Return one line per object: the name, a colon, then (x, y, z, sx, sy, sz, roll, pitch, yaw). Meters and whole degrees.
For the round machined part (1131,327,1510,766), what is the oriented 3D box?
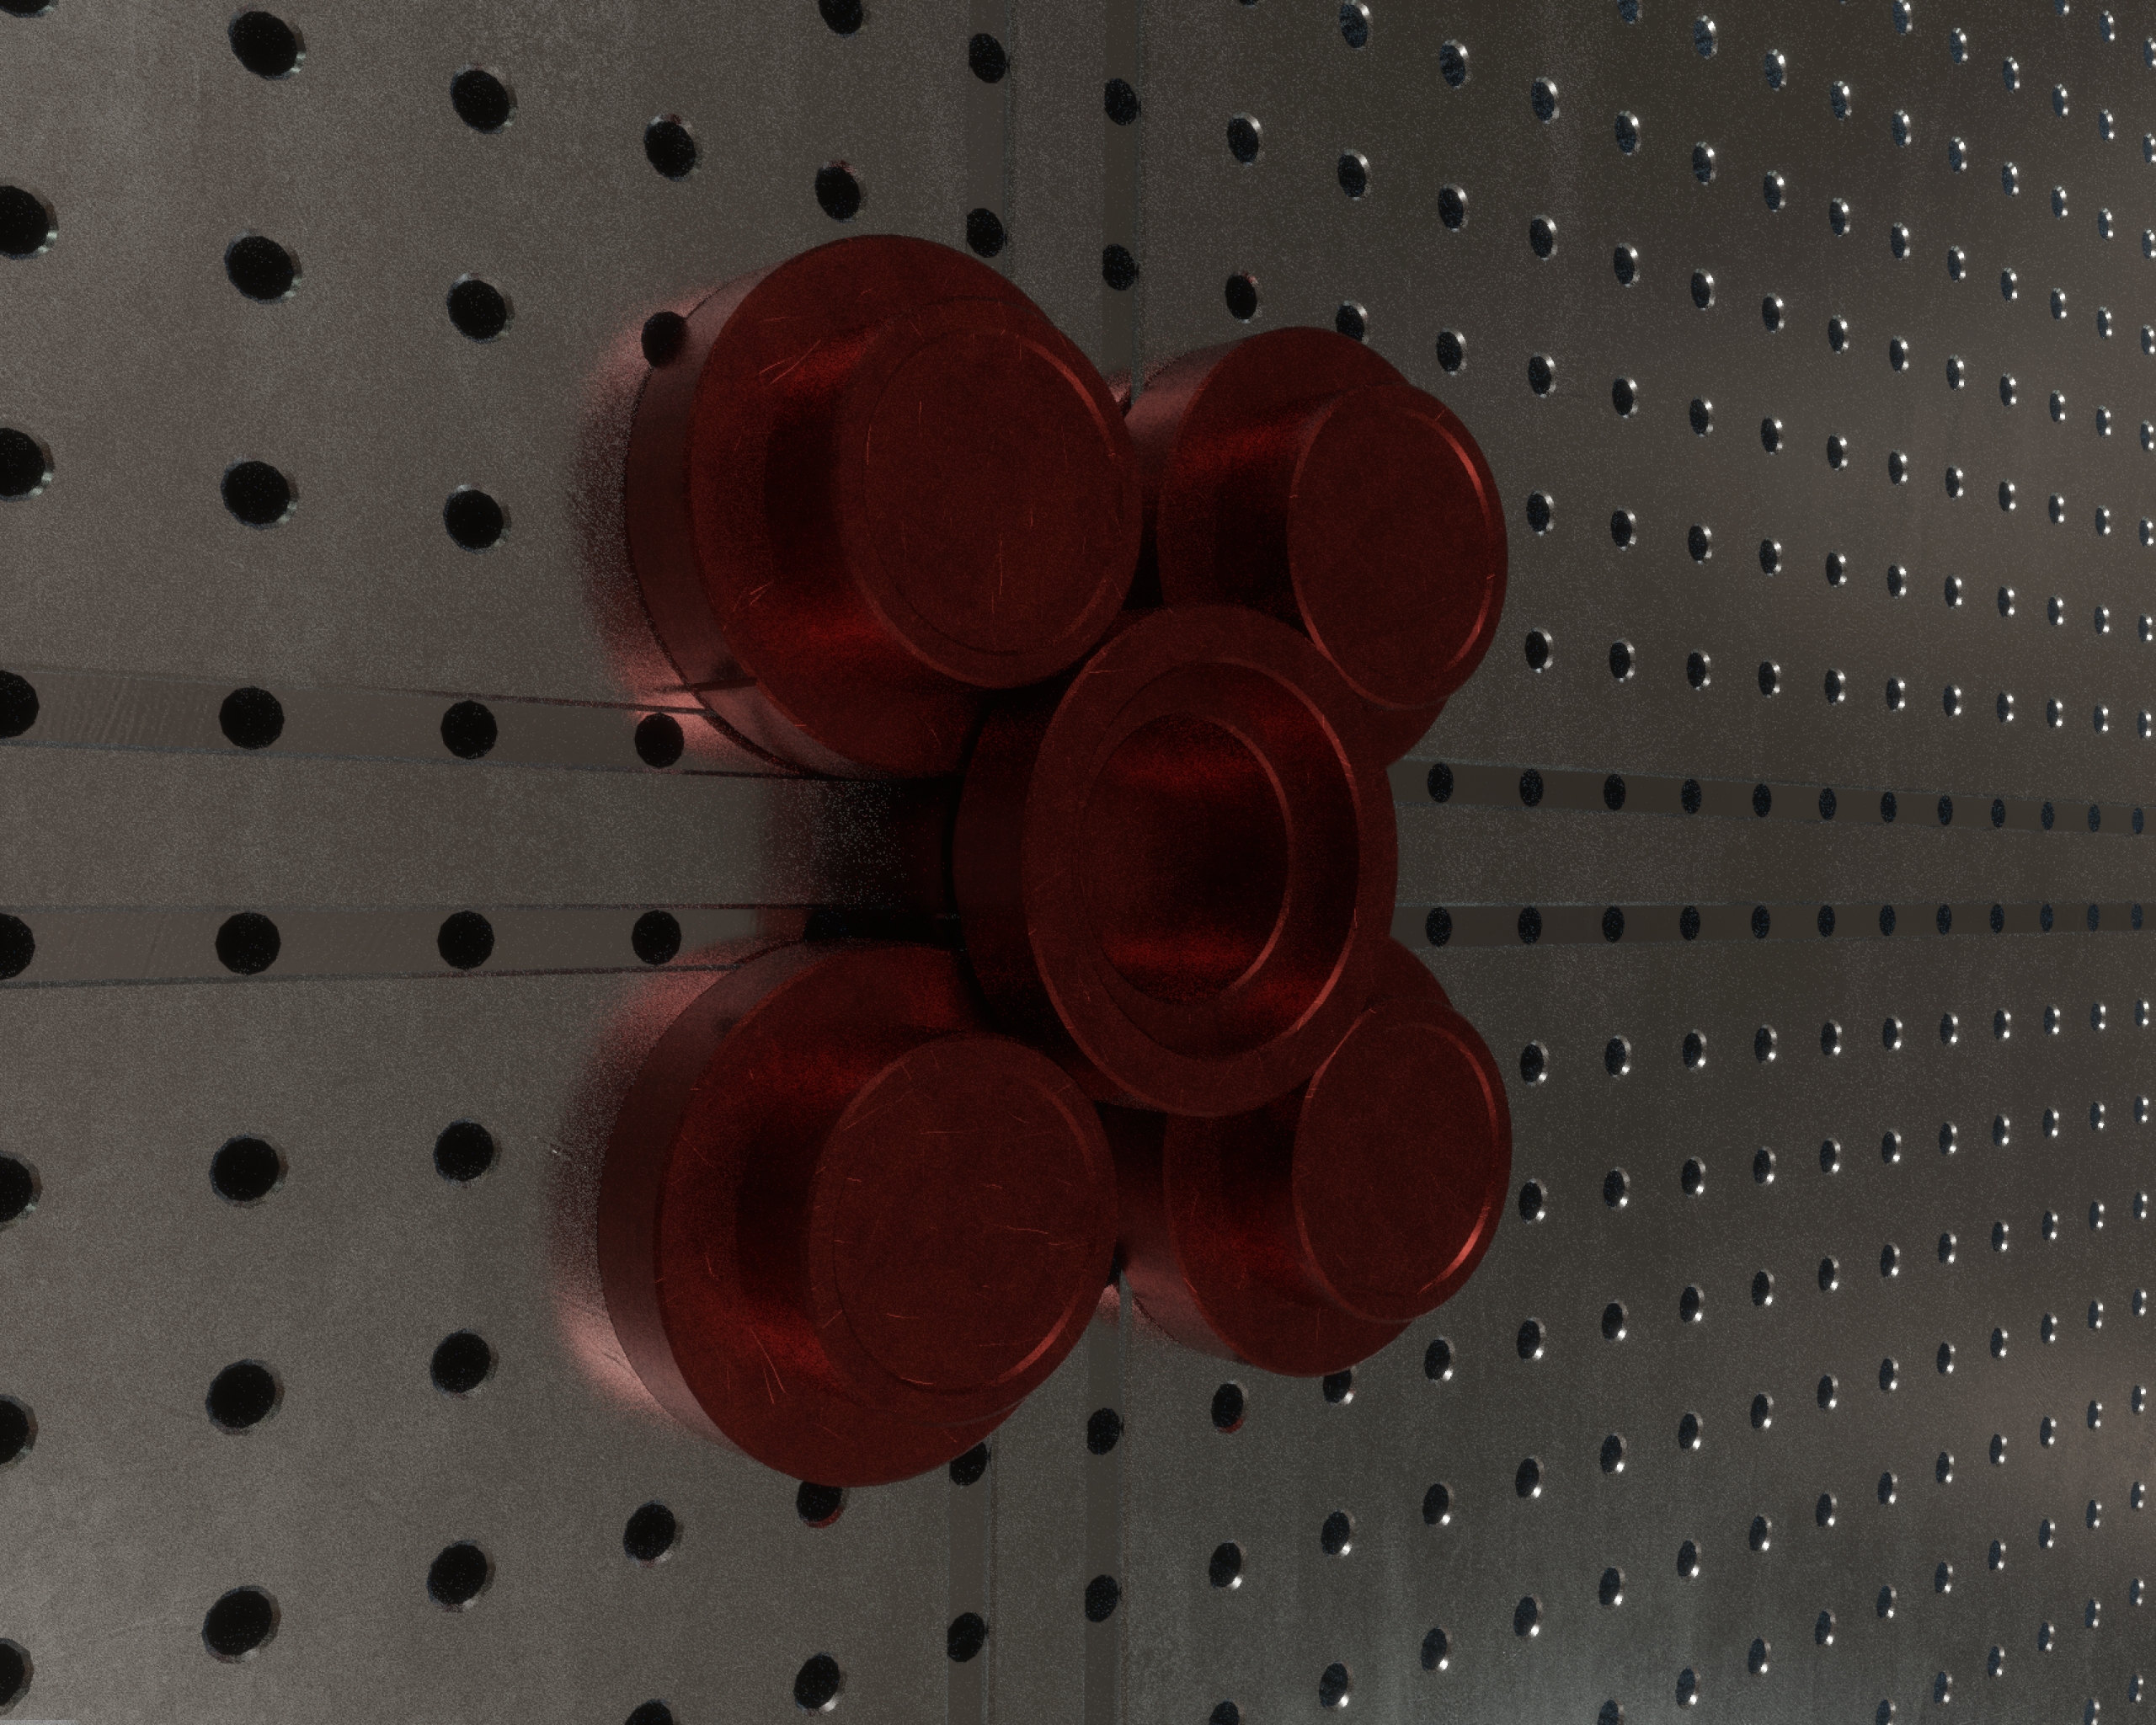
round machined part: (0.054, -0.065, 0.445, 0.099, 0.042, 0.097, 0, 90, -40)

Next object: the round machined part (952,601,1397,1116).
round machined part: (0.015, -0.001, 0.410, 0.099, 0.042, 0.097, 0, 90, -40)

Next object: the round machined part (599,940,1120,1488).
round machined part: (-0.031, 0.063, 0.374, 0.099, 0.042, 0.097, 0, 90, -40)

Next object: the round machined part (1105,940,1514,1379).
round machined part: (0.055, 0.061, 0.446, 0.099, 0.042, 0.097, 0, 90, -40)

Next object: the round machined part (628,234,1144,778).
round machined part: (-0.027, -0.064, 0.376, 0.099, 0.042, 0.097, 0, 90, -40)
